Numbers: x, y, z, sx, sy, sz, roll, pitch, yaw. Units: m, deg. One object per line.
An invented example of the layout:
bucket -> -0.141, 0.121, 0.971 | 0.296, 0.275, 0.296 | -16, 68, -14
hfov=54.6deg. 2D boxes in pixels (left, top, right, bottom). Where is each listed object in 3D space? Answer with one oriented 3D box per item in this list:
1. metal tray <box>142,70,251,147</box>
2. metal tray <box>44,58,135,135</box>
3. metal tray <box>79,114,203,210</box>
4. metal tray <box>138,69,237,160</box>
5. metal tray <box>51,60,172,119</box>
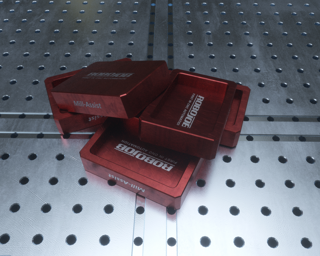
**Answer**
metal tray -> 0.051, -0.031, 0.430 | 0.130, 0.030, 0.090 | 14, 51, 13
metal tray -> -0.090, -0.050, 0.445 | 0.131, 0.030, 0.090 | -18, 52, -14
metal tray -> -0.018, 0.032, 0.378 | 0.130, 0.030, 0.090 | 21, 53, 16
metal tray -> 0.039, -0.024, 0.384 | 0.090, 0.030, 0.130 | 15, 40, 13
metal tray -> -0.063, -0.053, 0.396 | 0.130, 0.030, 0.090 | 8, 39, 35
